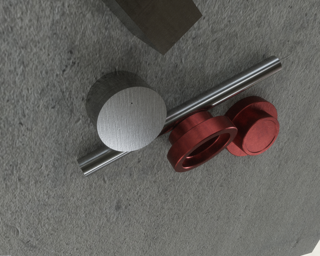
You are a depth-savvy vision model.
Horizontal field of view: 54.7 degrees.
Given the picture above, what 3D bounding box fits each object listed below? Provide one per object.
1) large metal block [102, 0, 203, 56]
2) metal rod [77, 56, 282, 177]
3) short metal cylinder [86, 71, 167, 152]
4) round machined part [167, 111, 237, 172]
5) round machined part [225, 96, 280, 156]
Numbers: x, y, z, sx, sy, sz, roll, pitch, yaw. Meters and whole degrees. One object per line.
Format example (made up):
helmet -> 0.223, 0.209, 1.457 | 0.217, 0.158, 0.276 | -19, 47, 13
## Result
large metal block -> -0.019, -0.123, 0.285 | 0.050, 0.080, 0.080 | -46, 129, 3
metal rod -> 0.033, -0.021, 0.412 | 0.302, 0.025, 0.025 | -28, 128, -11
short metal cylinder -> -0.039, -0.020, 0.357 | 0.081, 0.050, 0.079 | -14, 124, -21
round machined part -> 0.051, 0.014, 0.416 | 0.099, 0.042, 0.098 | -27, 156, -13
round machined part -> 0.143, 0.003, 0.476 | 0.099, 0.042, 0.097 | -14, 124, -21
